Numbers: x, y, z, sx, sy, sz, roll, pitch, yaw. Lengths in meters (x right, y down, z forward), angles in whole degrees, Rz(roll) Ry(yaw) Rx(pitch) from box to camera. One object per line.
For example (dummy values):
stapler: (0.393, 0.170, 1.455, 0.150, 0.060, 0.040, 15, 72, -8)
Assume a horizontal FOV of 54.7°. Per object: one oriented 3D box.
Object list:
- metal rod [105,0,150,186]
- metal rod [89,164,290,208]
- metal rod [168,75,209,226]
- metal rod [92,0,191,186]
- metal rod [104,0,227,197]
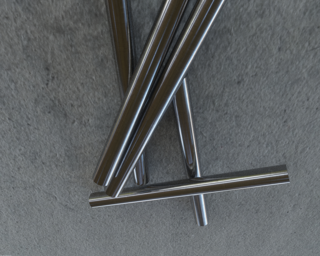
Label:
metal rod: (-0.035, -0.035, 0.376, 0.025, 0.025, 0.298, -2, 130, 1)
metal rod: (0.028, 0.089, 0.453, 0.301, 0.025, 0.025, -12, 130, 21)
metal rod: (0.047, 0.051, 0.451, 0.025, 0.025, 0.298, -8, 130, 6)
metal rod: (-0.019, -0.051, 0.335, 0.025, 0.025, 0.298, 18, 119, -15)
metal rod: (-0.007, -0.019, 0.359, 0.025, 0.025, 0.298, 18, 125, -16)
